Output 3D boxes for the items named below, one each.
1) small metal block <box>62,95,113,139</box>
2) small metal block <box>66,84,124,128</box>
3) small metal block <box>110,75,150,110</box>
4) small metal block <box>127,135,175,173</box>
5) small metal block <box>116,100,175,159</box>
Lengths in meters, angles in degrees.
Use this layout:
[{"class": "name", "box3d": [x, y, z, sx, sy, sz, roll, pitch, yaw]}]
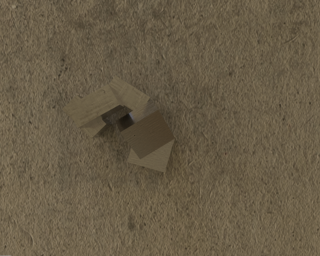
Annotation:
[{"class": "small metal block", "box3d": [-0.091, -0.014, 0.398, 0.025, 0.050, 0.050, -45, 91, 0]}, {"class": "small metal block", "box3d": [-0.070, -0.023, 0.348, 0.050, 0.050, 0.025, -29, 90, 0]}, {"class": "small metal block", "box3d": [-0.040, -0.040, 0.398, 0.050, 0.050, 0.025, 32, 90, -1]}, {"class": "small metal block", "box3d": [-0.011, 0.027, 0.411, 0.050, 0.025, 0.050, 16, 90, -1]}, {"class": "small metal block", "box3d": [-0.017, 0.002, 0.374, 0.050, 0.025, 0.050, -31, 128, 0]}]
